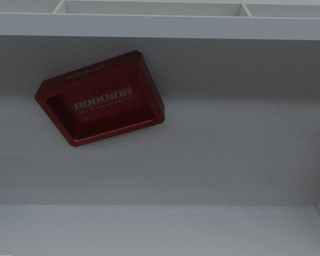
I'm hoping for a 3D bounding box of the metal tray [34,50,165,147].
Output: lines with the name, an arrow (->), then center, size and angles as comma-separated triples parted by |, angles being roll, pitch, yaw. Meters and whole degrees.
metal tray -> -0.069, -0.031, 0.377 | 0.130, 0.030, 0.090 | -15, 129, 12
